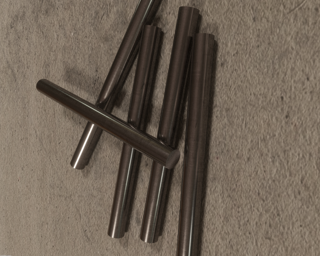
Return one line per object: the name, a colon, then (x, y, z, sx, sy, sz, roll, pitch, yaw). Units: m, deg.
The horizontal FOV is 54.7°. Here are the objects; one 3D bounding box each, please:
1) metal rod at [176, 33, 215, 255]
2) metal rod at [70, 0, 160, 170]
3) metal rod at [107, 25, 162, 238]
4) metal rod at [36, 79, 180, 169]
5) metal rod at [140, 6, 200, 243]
metal rod: (0.040, 0.041, 0.369, 0.025, 0.025, 0.298, 7, 94, 39)
metal rod: (-0.072, -0.062, 0.461, 0.025, 0.025, 0.298, 42, 115, 32)
metal rod: (-0.037, 0.011, 0.433, 0.025, 0.025, 0.298, 18, 101, 38)
metal rod: (-0.093, -0.018, 0.444, 0.300, 0.025, 0.025, 27, 107, 36)
metal rod: (0.010, 0.002, 0.394, 0.025, 0.025, 0.298, 16, 100, 38)
